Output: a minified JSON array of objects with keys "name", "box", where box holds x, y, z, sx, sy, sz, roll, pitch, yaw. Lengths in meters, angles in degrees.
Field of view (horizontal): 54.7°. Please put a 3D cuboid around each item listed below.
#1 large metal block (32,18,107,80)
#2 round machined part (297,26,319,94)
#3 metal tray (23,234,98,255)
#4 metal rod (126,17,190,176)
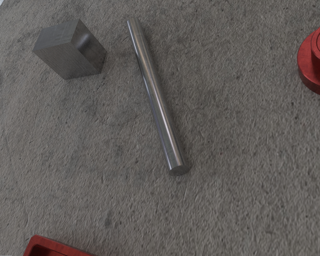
[{"name":"large metal block","box":[-0.151,-0.131,0.528,0.080,0.080,0.050,-5,60,26]},{"name":"round machined part","box":[0.203,-0.083,0.338,0.098,0.042,0.098,-13,56,21]},{"name":"metal tray","box":[-0.109,0.182,0.346,0.130,0.030,0.090,5,64,30]},{"name":"metal rod","box":[-0.012,-0.066,0.450,0.025,0.025,0.299,-26,53,12]}]
